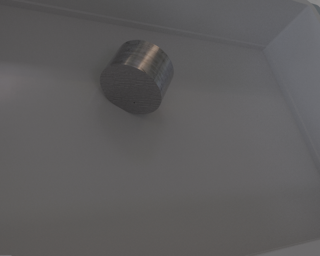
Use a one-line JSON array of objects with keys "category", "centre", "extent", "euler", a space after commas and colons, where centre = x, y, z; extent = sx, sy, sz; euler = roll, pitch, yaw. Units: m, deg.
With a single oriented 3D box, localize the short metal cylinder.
[{"category": "short metal cylinder", "centre": [-0.028, -0.063, 0.393], "extent": [0.080, 0.080, 0.050], "euler": [30, 52, -9]}]
